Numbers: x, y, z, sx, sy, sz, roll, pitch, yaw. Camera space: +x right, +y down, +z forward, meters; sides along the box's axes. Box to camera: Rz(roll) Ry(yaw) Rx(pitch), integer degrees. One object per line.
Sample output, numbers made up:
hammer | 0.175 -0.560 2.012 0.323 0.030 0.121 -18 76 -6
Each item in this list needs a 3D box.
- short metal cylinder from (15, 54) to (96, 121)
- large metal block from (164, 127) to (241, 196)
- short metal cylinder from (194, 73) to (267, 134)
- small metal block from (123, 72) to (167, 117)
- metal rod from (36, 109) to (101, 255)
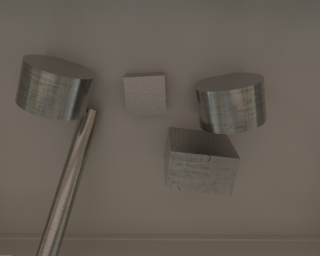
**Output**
short metal cylinder | -0.122 -0.048 0.362 0.080 0.080 0.050 17 109 -7
large metal block | 0.049 0.040 0.397 0.081 0.080 0.050 7 110 -3
short metal cylinder | 0.084 -0.032 0.372 0.080 0.080 0.050 -10 110 3
small metal block | -0.018 -0.043 0.395 0.050 0.025 0.050 -3 110 0
metal rod | -0.127 0.120 0.377 0.025 0.025 0.299 16 79 -6
